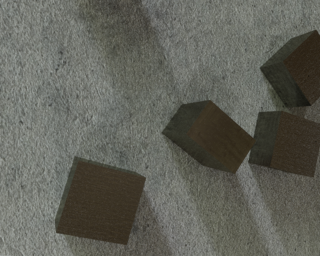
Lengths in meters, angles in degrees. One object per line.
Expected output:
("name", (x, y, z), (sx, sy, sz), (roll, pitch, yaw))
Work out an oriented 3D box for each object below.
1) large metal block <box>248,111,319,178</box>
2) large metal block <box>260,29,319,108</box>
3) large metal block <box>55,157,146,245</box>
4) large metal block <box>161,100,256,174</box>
("large metal block", (0.189, 0.024, 0.465), (0.081, 0.050, 0.080), (15, 85, -20))
("large metal block", (0.216, -0.088, 0.475), (0.080, 0.050, 0.080), (-42, 104, -15))
("large metal block", (-0.072, 0.085, 0.369), (0.081, 0.050, 0.080), (18, 84, -19))
("large metal block", (0.060, 0.011, 0.402), (0.080, 0.080, 0.050), (39, 78, -16))
